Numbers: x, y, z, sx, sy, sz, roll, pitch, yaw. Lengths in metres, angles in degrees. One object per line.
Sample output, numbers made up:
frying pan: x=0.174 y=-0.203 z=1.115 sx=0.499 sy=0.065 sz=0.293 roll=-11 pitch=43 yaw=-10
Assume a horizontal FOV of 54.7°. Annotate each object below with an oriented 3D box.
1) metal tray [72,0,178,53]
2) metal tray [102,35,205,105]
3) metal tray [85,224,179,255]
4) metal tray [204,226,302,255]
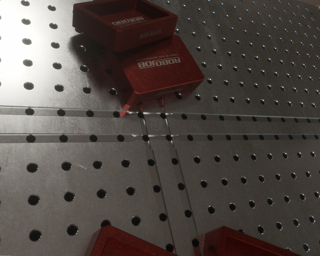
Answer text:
metal tray: x=-0.047 y=-0.155 z=0.448 sx=0.090 sy=0.030 sz=0.131 roll=35 pitch=42 yaw=22
metal tray: x=-0.007 y=-0.090 z=0.458 sx=0.131 sy=0.030 sz=0.090 roll=-17 pitch=71 yaw=-35
metal tray: x=-0.039 y=0.168 z=0.282 sx=0.090 sy=0.030 sz=0.130 roll=28 pitch=52 yaw=-11
metal tray: x=0.112 y=0.179 z=0.358 sx=0.131 sy=0.030 sz=0.090 roll=24 pitch=53 yaw=-14
